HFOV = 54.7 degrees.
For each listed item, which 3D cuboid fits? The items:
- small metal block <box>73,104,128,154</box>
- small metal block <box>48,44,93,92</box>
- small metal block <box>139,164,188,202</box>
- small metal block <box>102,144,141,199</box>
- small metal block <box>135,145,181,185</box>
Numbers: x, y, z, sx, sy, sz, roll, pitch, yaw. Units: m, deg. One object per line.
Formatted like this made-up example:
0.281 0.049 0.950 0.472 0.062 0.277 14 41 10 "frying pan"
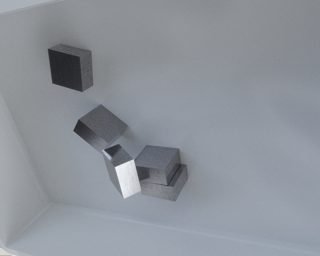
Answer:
-0.083 0.000 0.434 0.050 0.050 0.025 39 129 3 "small metal block"
-0.120 -0.082 0.419 0.050 0.025 0.050 17 125 18 "small metal block"
0.006 0.072 0.433 0.050 0.050 0.025 6 121 24 "small metal block"
-0.051 0.056 0.409 0.050 0.025 0.050 36 142 54 "small metal block"
-0.005 0.049 0.424 0.050 0.050 0.025 5 121 25 "small metal block"
